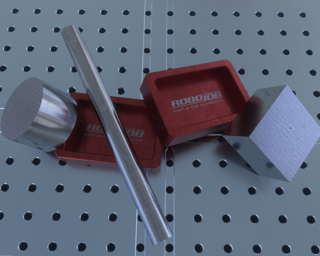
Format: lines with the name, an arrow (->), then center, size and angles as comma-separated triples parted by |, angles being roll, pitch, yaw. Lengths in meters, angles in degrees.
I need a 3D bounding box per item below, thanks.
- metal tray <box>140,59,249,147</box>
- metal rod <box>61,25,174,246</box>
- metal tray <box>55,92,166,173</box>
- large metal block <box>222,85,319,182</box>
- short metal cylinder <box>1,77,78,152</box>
metal tray -> 0.050, -0.036, 0.402 | 0.131, 0.030, 0.090 | -14, 70, -23
metal rod -> -0.060, -0.006, 0.381 | 0.025, 0.025, 0.299 | -24, 72, -8
metal tray -> -0.060, 0.006, 0.406 | 0.131, 0.030, 0.090 | 6, 70, 2
large metal block -> 0.138, 0.006, 0.378 | 0.080, 0.050, 0.080 | 45, 74, -18
short metal cylinder -> -0.149, -0.016, 0.384 | 0.080, 0.050, 0.080 | -16, 61, 31
